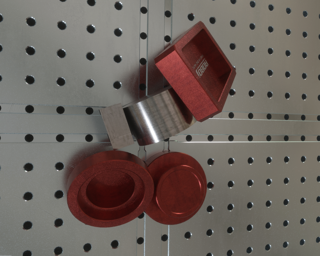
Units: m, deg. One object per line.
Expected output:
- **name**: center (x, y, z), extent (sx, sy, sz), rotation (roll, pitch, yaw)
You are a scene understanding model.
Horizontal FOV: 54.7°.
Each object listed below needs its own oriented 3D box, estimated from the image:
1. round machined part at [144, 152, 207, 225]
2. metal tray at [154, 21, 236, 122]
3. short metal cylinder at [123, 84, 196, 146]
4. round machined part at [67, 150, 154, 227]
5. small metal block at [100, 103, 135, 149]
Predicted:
- **round machined part**: center (0.020, 0.081, 0.412), extent (0.099, 0.042, 0.097), rotation (0, 90, -21)
- **metal tray**: center (0.051, -0.076, 0.389), extent (0.090, 0.030, 0.131), rotation (52, 34, -13)
- **short metal cylinder**: center (-0.001, -0.018, 0.384), extent (0.081, 0.080, 0.050), rotation (-27, 100, -18)
- **round machined part**: center (-0.059, 0.067, 0.369), extent (0.099, 0.042, 0.097), rotation (-8, 120, -13)
- **small metal block**: center (-0.054, -0.003, 0.378), extent (0.025, 0.050, 0.050), rotation (-19, 97, -10)
